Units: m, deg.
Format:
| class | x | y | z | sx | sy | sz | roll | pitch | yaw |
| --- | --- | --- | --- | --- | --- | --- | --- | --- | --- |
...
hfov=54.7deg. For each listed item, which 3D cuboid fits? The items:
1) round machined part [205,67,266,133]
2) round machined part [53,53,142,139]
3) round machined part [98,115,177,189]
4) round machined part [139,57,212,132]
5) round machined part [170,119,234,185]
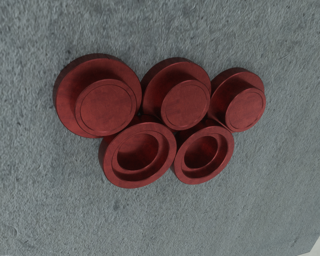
| class | x | y | z | sx | sy | sz | roll | pitch | yaw |
| --- | --- | --- | --- | --- | --- | --- | --- | --- | --- |
| round machined part | 0.110 | -0.033 | 0.439 | 0.099 | 0.042 | 0.097 | -14 | 125 | -21 |
| round machined part | -0.065 | -0.030 | 0.345 | 0.099 | 0.042 | 0.097 | -14 | 125 | -21 |
| round machined part | -0.031 | 0.026 | 0.398 | 0.099 | 0.042 | 0.097 | -14 | 125 | -21 |
| round machined part | 0.024 | -0.036 | 0.390 | 0.099 | 0.042 | 0.097 | -14 | 125 | -21 |
| round machined part | 0.054 | 0.030 | 0.448 | 0.099 | 0.042 | 0.097 | -14 | 125 | -21 |
